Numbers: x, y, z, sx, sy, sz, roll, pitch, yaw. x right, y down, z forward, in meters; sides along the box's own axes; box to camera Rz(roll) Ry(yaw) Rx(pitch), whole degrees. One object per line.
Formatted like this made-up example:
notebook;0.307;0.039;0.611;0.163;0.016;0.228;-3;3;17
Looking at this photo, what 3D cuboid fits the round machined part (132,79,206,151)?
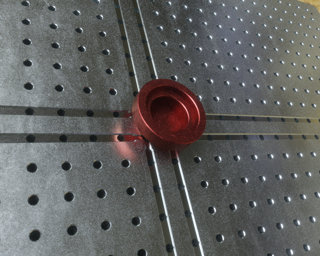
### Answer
round machined part;0.009;-0.014;0.412;0.099;0.042;0.098;14;56;-21
